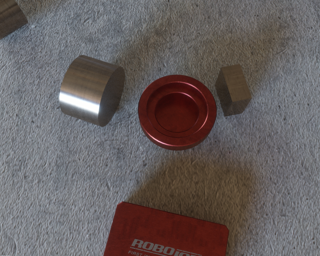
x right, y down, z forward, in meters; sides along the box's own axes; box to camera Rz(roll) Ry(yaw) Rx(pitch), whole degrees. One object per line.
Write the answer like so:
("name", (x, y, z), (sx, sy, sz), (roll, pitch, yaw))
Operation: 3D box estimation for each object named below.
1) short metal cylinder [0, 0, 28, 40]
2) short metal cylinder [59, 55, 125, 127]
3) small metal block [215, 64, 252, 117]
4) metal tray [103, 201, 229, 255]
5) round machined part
("short metal cylinder", (-0.236, -0.172, 0.440), (0.050, 0.080, 0.080), (-39, 75, -13))
("short metal cylinder", (-0.084, -0.047, 0.396), (0.050, 0.080, 0.080), (19, 71, 7))
("small metal block", (0.096, -0.049, 0.414), (0.025, 0.050, 0.050), (-12, 71, -4))
("metal tray", (0.005, 0.143, 0.353), (0.131, 0.030, 0.090), (12, 70, 4))
("round machined part", (0.022, -0.017, 0.406), (0.099, 0.042, 0.098), (0, 70, 0))
